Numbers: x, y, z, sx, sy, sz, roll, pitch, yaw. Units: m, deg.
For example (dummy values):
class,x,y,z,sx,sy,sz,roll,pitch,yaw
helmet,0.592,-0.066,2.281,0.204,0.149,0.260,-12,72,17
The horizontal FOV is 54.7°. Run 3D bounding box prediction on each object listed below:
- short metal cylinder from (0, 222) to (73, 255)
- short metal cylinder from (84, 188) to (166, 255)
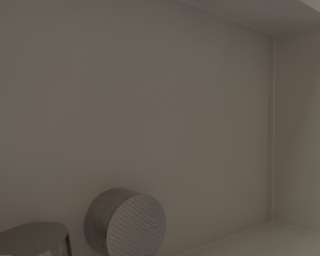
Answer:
class,x,y,z,sx,sy,sz,roll,pitch,yaw
short metal cylinder,-0.119,0.124,0.273,0.081,0.080,0.050,-12,98,-40
short metal cylinder,-0.040,0.113,0.359,0.081,0.050,0.079,0,90,-40
